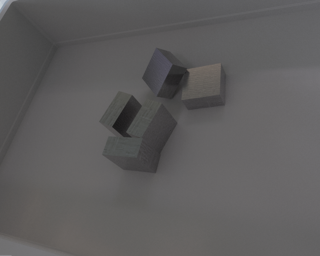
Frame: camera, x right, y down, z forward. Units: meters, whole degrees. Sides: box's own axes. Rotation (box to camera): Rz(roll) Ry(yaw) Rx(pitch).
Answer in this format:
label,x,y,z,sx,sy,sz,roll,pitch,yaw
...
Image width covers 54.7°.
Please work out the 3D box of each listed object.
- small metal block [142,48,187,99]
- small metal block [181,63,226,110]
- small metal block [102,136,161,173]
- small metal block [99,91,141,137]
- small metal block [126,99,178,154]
label,x,y,z,sx,sy,sz,roll,pitch,yaw
small metal block,0.005,-0.076,0.434,0.050,0.025,0.050,55,127,42
small metal block,0.058,-0.054,0.408,0.050,0.025,0.050,-6,59,25
small metal block,-0.035,0.034,0.387,0.050,0.050,0.025,2,63,29
small metal block,-0.047,-0.014,0.423,0.025,0.050,0.050,19,72,35
small metal block,-0.009,-0.001,0.395,0.025,0.050,0.050,19,72,35
